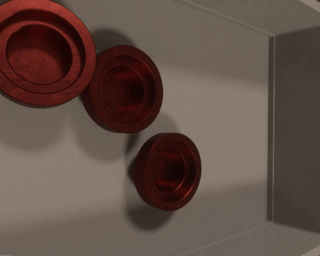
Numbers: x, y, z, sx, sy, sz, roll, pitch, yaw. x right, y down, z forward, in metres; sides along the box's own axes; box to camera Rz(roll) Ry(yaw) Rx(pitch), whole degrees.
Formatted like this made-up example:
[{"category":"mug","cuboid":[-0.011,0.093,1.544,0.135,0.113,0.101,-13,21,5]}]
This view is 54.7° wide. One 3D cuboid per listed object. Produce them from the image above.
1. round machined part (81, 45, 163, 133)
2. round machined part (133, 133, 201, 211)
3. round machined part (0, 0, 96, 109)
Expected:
[{"category":"round machined part","cuboid":[-0.047,-0.043,0.358,0.099,0.042,0.097,0,90,-40]},{"category":"round machined part","cuboid":[0.005,0.054,0.402,0.099,0.042,0.097,0,90,-40]},{"category":"round machined part","cuboid":[-0.114,-0.067,0.292,0.099,0.042,0.097,2,85,-28]}]
